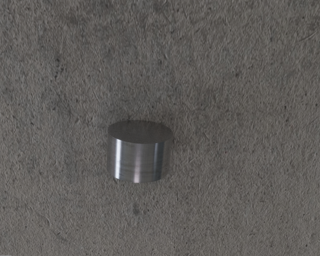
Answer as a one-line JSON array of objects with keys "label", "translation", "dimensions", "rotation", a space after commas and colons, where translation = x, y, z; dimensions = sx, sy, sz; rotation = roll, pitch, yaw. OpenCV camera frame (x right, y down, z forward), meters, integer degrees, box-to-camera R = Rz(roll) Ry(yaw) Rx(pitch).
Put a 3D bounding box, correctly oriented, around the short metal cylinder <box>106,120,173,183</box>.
[{"label": "short metal cylinder", "translation": [-0.026, 0.027, 0.390], "dimensions": [0.080, 0.080, 0.050], "rotation": [5, 110, -2]}]
